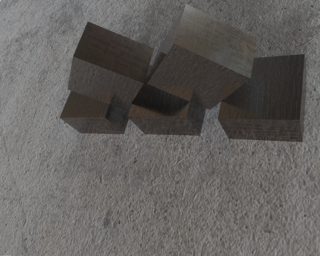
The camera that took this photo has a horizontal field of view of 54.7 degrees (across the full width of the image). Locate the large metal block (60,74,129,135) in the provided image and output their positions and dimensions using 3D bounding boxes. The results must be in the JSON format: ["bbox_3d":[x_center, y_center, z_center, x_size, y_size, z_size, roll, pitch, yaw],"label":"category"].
[{"bbox_3d":[-0.088,-0.038,0.457,0.080,0.050,0.080,0,62,28],"label":"large metal block"}]

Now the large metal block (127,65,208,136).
[{"bbox_3d":[0.015,-0.037,0.404,0.080,0.050,0.080,1,62,28],"label":"large metal block"}]

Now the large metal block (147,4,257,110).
[{"bbox_3d":[0.042,-0.070,0.329,0.080,0.080,0.050,137,152,-62],"label":"large metal block"}]

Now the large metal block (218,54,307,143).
[{"bbox_3d":[0.117,-0.032,0.347,0.080,0.050,0.080,2,62,28],"label":"large metal block"}]

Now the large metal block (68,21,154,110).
[{"bbox_3d":[-0.063,-0.072,0.381,0.080,0.080,0.050,19,65,-13],"label":"large metal block"}]
